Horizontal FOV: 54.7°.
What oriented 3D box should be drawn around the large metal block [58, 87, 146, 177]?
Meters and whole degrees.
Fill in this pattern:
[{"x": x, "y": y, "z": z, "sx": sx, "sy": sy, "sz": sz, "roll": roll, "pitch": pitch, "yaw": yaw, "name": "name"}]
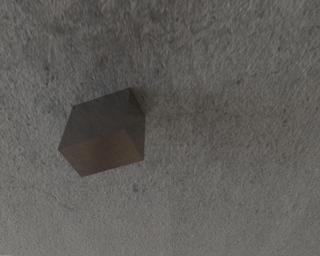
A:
[{"x": -0.065, "y": 0.004, "z": 0.374, "sx": 0.080, "sy": 0.080, "sz": 0.050, "roll": -17, "pitch": 128, "yaw": 13, "name": "large metal block"}]
